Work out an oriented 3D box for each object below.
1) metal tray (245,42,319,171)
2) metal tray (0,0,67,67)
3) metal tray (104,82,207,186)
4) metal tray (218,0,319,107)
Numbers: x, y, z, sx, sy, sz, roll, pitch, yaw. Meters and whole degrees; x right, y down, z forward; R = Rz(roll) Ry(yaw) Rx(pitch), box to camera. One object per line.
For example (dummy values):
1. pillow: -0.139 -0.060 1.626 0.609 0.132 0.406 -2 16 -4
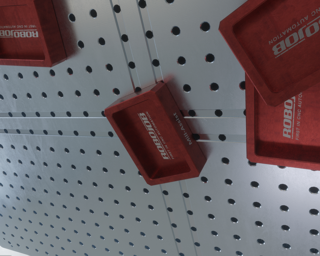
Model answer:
1. metal tray: 0.138 -0.020 0.322 0.090 0.030 0.129 5 121 25
2. metal tray: -0.200 -0.134 0.431 0.130 0.030 0.089 7 122 24
3. metal tray: -0.006 0.013 0.419 0.090 0.030 0.130 -18 109 35
4. metal tray: 0.127 -0.088 0.257 0.130 0.030 0.090 -33 85 27
